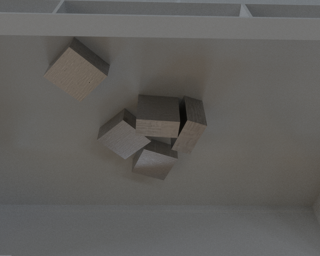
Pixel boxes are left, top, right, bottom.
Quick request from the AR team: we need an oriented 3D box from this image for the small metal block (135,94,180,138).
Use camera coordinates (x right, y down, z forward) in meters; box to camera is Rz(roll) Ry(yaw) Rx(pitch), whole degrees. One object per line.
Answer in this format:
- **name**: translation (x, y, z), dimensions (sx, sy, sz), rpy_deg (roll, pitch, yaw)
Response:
- **small metal block**: translation (-0.003, -0.015, 0.380), dimensions (0.050, 0.050, 0.025), rpy_deg (4, 130, -4)

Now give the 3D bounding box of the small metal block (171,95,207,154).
- **small metal block**: translation (0.034, -0.004, 0.390), dimensions (0.025, 0.050, 0.050), rpy_deg (15, 128, -13)

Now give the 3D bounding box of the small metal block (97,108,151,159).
- **small metal block**: translation (-0.047, 0.009, 0.416), dimensions (0.050, 0.025, 0.050), rpy_deg (-35, 122, 26)

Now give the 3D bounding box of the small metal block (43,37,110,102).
- **small metal block**: translation (-0.094, -0.065, 0.352), dimensions (0.050, 0.025, 0.050), rpy_deg (-38, 121, 27)

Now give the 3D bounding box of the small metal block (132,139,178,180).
- **small metal block**: translation (-0.008, 0.045, 0.448), dimensions (0.050, 0.025, 0.050), rpy_deg (17, 128, -15)
